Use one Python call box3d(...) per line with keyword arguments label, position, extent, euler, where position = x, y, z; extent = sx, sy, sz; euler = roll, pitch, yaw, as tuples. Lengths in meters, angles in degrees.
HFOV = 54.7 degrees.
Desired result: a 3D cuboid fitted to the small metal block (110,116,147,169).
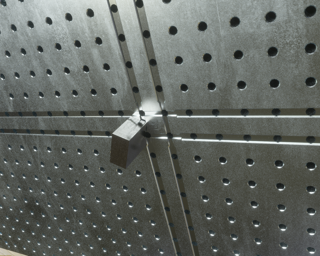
box3d(label="small metal block", position=(-0.044, 0.020, 0.429), extent=(0.025, 0.050, 0.050), euler=(22, 126, 15))
